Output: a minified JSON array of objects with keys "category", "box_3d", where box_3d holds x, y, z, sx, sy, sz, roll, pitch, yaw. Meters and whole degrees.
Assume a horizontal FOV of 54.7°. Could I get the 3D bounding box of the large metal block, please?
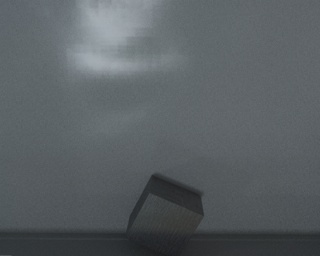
[{"category":"large metal block","box_3d":[0.006,0.127,0.443,0.080,0.050,0.080,25,108,-7]}]
